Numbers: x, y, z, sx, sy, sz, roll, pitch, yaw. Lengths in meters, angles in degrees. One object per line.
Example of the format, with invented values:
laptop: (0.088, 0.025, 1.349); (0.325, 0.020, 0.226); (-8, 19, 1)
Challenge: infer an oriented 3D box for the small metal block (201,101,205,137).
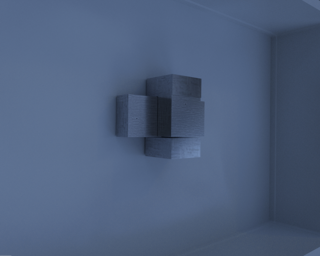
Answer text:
small metal block: (0.036, -0.013, 0.434); (0.050, 0.025, 0.050); (1, 90, -40)

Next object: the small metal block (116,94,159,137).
small metal block: (-0.025, -0.014, 0.382); (0.050, 0.025, 0.050); (1, 90, -40)

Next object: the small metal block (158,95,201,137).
small metal block: (0.025, -0.014, 0.391); (0.050, 0.025, 0.050); (1, 90, -40)

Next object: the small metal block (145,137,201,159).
small metal block: (0.017, 0.024, 0.400); (0.050, 0.050, 0.025); (1, 90, -40)

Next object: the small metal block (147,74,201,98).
small metal block: (0.018, -0.052, 0.402); (0.050, 0.050, 0.025); (1, 90, -40)
